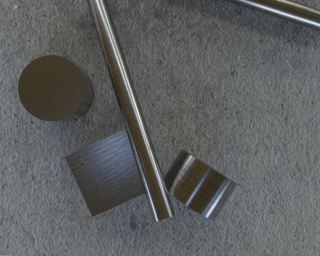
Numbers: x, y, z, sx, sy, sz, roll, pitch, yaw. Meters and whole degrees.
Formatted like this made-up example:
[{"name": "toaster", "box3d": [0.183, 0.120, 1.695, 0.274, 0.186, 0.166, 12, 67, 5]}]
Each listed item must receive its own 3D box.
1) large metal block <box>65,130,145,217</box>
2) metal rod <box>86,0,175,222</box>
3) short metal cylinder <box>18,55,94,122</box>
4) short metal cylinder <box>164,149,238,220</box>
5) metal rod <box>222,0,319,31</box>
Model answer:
[{"name": "large metal block", "box3d": [-0.061, 0.054, 0.397, 0.080, 0.050, 0.080, -24, 90, 0]}, {"name": "metal rod", "box3d": [-0.041, -0.038, 0.377, 0.025, 0.025, 0.299, -18, 77, 0]}, {"name": "short metal cylinder", "box3d": [-0.130, -0.048, 0.396, 0.081, 0.050, 0.079, 0, 90, 0]}, {"name": "short metal cylinder", "box3d": [0.048, 0.068, 0.383, 0.080, 0.080, 0.050, 32, 90, 0]}, {"name": "metal rod", "box3d": [0.081, -0.184, 0.410, 0.302, 0.025, 0.025, 17, 90, 0]}]
